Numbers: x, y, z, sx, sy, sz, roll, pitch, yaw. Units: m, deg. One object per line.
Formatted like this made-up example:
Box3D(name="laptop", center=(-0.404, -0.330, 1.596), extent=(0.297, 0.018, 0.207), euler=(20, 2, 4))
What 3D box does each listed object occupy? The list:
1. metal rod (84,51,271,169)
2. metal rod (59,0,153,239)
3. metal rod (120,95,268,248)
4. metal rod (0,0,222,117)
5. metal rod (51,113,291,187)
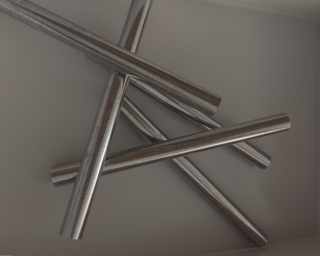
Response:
Box3D(name="metal rod", center=(0.036, -0.024, 0.423), extent=(0.301, 0.025, 0.025), euler=(32, 80, -17))
Box3D(name="metal rod", center=(-0.057, -0.026, 0.358), extent=(0.025, 0.025, 0.299), euler=(19, 81, -19))
Box3D(name="metal rod", center=(0.049, 0.067, 0.428), extent=(0.300, 0.025, 0.025), euler=(45, 76, -15))
Box3D(name="metal rod", center=(-0.072, -0.090, 0.339), extent=(0.301, 0.025, 0.025), euler=(26, 81, -1))
Box3D(name="metal rod", center=(0.020, 0.025, 0.388), extent=(0.302, 0.025, 0.025), euler=(-13, 95, -9))
